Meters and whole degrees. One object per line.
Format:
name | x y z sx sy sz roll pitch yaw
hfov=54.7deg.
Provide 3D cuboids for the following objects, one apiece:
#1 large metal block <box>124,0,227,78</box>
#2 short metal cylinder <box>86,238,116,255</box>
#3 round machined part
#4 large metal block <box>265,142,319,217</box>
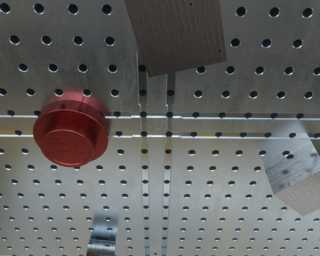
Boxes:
large metal block | 0.018 -0.104 0.306 0.080 0.050 0.080 -11 130 9
short metal cylinder | -0.115 0.256 0.592 0.050 0.080 0.079 8 130 -7
round machined part | -0.118 0.015 0.412 0.099 0.042 0.097 0 130 0
large metal block | 0.221 0.079 0.464 0.080 0.050 0.080 36 122 -27
